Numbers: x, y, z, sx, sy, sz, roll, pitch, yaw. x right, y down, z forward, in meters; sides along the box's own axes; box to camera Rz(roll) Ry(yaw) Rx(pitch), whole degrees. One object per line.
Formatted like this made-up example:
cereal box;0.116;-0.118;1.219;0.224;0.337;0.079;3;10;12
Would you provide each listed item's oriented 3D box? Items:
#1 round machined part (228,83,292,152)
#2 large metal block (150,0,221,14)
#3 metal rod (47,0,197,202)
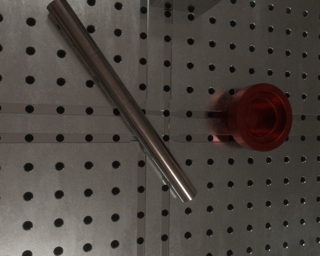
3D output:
round machined part;0.142;-0.015;0.458;0.099;0.042;0.097;0;90;-21
large metal block;0.033;-0.205;0.412;0.081;0.050;0.079;1;90;-21
metal rod;-0.041;-0.027;0.398;0.025;0.025;0.299;-38;102;-16
